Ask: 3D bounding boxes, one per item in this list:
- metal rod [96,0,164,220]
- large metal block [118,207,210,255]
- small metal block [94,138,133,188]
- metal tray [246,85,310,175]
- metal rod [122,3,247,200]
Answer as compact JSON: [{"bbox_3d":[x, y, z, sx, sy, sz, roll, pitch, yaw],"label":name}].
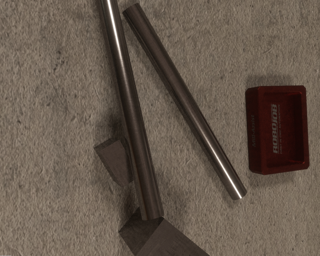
[{"bbox_3d":[-0.040,-0.045,0.363,0.025,0.025,0.298,-10,82,-20],"label":"metal rod"},{"bbox_3d":[0.004,0.144,0.382,0.080,0.080,0.050,43,76,-16],"label":"large metal block"},{"bbox_3d":[-0.054,0.041,0.377,0.025,0.050,0.050,-32,101,-17],"label":"small metal block"},{"bbox_3d":[0.181,0.001,0.474,0.091,0.030,0.129,-4,91,-20],"label":"metal tray"},{"bbox_3d":[0.039,-0.028,0.424,0.025,0.025,0.299,-35,102,-17],"label":"metal rod"}]
